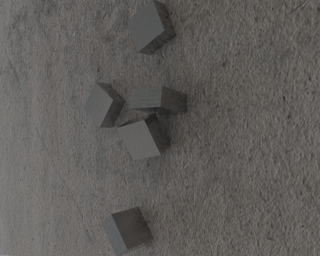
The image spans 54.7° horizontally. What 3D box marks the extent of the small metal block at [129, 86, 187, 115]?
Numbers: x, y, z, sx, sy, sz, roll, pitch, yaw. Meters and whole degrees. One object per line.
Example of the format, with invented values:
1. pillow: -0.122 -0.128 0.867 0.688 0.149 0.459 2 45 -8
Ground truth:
1. small metal block: -0.002 -0.033 0.388 0.050 0.050 0.025 0 83 40

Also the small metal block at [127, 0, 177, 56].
1. small metal block: -0.012 -0.134 0.415 0.050 0.025 0.050 -30 71 36

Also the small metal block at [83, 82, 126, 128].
1. small metal block: -0.086 -0.035 0.476 0.050 0.025 0.050 44 117 31

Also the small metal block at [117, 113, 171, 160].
1. small metal block: -0.022 0.012 0.411 0.050 0.025 0.050 -15 106 39

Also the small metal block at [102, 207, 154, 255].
1. small metal block: -0.044 0.141 0.425 0.025 0.050 0.050 -46 63 31
